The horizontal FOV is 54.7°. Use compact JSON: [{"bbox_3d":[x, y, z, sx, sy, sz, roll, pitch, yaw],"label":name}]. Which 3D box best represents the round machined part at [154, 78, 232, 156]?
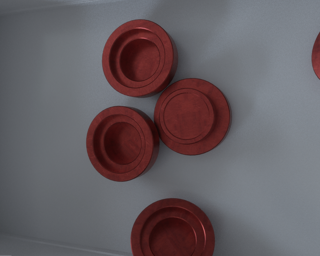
[{"bbox_3d":[0.038,-0.014,0.388,0.098,0.042,0.097,0,90,19],"label":"round machined part"}]

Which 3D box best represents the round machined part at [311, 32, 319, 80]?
[{"bbox_3d":[0.210,-0.079,0.311,0.098,0.042,0.098,-30,52,49],"label":"round machined part"}]

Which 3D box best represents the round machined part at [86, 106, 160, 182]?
[{"bbox_3d":[-0.046,0.020,0.415,0.098,0.042,0.097,0,91,22],"label":"round machined part"}]

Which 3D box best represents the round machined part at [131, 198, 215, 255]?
[{"bbox_3d":[0.016,0.140,0.378,0.099,0.042,0.098,-2,53,2],"label":"round machined part"}]

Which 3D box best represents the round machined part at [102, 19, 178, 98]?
[{"bbox_3d":[-0.023,-0.088,0.409,0.098,0.042,0.097,0,90,19],"label":"round machined part"}]
